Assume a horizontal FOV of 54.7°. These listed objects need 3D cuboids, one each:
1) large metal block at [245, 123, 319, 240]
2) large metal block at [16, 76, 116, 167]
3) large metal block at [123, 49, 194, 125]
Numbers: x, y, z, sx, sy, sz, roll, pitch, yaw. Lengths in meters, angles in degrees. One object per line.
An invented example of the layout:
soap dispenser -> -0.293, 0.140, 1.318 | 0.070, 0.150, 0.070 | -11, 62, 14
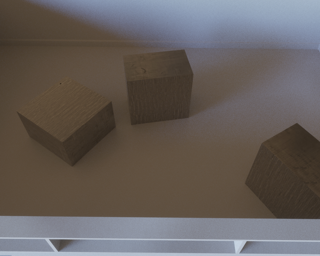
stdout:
large metal block -> 0.144, 0.056, 0.324 | 0.050, 0.080, 0.080 | -26, 55, -20
large metal block -> -0.116, -0.011, 0.397 | 0.080, 0.050, 0.080 | 29, 56, 22
large metal block -> -0.004, -0.053, 0.414 | 0.081, 0.080, 0.050 | -7, 51, -7
